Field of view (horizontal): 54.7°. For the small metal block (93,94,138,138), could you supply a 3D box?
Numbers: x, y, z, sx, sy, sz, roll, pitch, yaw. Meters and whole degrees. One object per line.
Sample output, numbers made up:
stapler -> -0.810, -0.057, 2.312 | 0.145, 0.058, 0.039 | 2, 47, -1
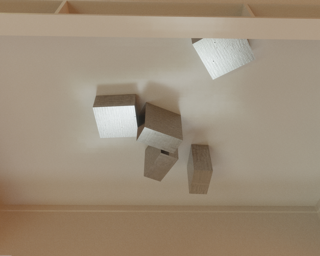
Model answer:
small metal block -> -0.054, -0.015, 0.396 | 0.050, 0.025, 0.050 | -3, 130, 2

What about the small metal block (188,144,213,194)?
small metal block -> 0.056, 0.059, 0.443 | 0.025, 0.050, 0.050 | 3, 130, -3

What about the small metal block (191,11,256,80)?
small metal block -> 0.068, -0.088, 0.335 | 0.050, 0.025, 0.050 | -25, 126, 19

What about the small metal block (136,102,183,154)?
small metal block -> 0.000, -0.001, 0.392 | 0.050, 0.050, 0.025 | 20, 127, -16

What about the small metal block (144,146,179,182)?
small metal block -> 0.001, 0.036, 0.423 | 0.025, 0.050, 0.050 | 22, 127, -17
